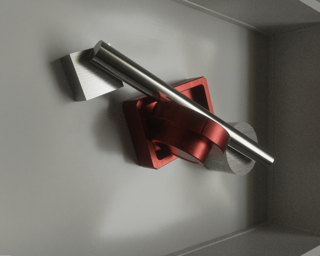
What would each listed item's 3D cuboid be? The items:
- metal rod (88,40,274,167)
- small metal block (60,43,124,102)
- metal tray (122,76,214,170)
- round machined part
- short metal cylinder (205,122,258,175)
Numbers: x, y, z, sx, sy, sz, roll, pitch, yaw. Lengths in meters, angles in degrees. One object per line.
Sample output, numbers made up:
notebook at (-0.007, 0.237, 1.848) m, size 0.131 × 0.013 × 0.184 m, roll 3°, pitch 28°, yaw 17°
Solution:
metal rod at (0.048, -0.016, 0.393) m, size 0.301 × 0.025 × 0.025 m, roll 29°, pitch 72°, yaw -30°
small metal block at (-0.074, -0.061, 0.343) m, size 0.050 × 0.025 × 0.050 m, roll -28°, pitch 108°, yaw -37°
metal tray at (0.019, -0.011, 0.419) m, size 0.131 × 0.030 × 0.089 m, roll -25°, pitch 106°, yaw -38°
round machined part at (0.029, 0.011, 0.367) m, size 0.098 × 0.098 × 0.042 m, roll 34°, pitch 77°, yaw -35°
short metal cylinder at (0.108, 0.031, 0.482) m, size 0.081 × 0.050 × 0.079 m, roll 0°, pitch 90°, yaw -40°
